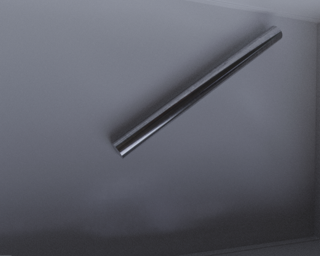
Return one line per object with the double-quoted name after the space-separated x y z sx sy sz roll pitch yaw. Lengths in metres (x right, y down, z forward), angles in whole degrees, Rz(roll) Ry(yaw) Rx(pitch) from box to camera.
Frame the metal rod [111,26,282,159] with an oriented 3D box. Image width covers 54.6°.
0.062 -0.058 0.432 0.301 0.025 0.025 -37 102 -16 "metal rod"
